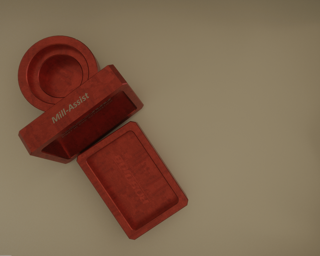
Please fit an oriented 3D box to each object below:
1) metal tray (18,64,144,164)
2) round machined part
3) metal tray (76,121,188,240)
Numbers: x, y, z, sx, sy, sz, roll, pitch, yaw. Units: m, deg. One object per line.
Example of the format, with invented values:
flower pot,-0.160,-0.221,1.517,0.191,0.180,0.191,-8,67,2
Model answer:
metal tray,-0.089,-0.011,0.375,0.130,0.090,0.030,-37,73,0
round machined part,-0.124,-0.064,0.398,0.099,0.042,0.097,0,84,1
metal tray,-0.035,0.067,0.408,0.090,0.030,0.130,-34,91,-1
